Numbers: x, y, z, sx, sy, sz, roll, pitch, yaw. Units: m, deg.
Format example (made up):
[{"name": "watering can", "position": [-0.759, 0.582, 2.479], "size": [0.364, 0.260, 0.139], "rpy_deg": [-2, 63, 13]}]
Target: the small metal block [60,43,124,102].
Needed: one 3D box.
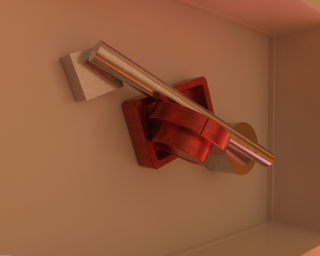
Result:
[{"name": "small metal block", "position": [-0.074, -0.061, 0.343], "size": [0.050, 0.025, 0.050], "rpy_deg": [-28, 108, -37]}]

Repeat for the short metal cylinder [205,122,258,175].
[{"name": "short metal cylinder", "position": [0.108, 0.031, 0.482], "size": [0.081, 0.050, 0.079], "rpy_deg": [0, 90, -40]}]

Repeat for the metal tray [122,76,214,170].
[{"name": "metal tray", "position": [0.019, -0.011, 0.419], "size": [0.131, 0.030, 0.089], "rpy_deg": [-25, 106, -38]}]

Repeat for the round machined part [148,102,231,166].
[{"name": "round machined part", "position": [0.029, 0.011, 0.367], "size": [0.098, 0.098, 0.042], "rpy_deg": [34, 77, -35]}]

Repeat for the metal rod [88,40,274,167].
[{"name": "metal rod", "position": [0.048, -0.016, 0.393], "size": [0.301, 0.025, 0.025], "rpy_deg": [29, 72, -30]}]
